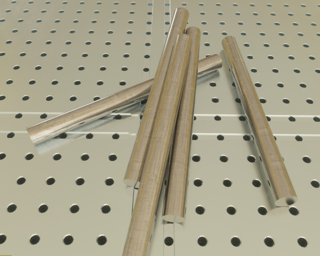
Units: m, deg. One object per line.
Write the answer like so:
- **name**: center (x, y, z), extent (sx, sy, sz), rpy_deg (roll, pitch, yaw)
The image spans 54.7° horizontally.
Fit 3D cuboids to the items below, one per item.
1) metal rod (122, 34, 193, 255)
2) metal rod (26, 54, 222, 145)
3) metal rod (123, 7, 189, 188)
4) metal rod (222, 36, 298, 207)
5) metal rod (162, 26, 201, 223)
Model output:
- **metal rod**: center (0.005, 0.001, 0.373), extent (0.025, 0.025, 0.300), rpy_deg (9, 61, 7)
- **metal rod**: center (-0.037, -0.048, 0.447), extent (0.302, 0.025, 0.025), rpy_deg (-25, 55, -20)
- **metal rod**: center (0.003, -0.061, 0.430), extent (0.025, 0.025, 0.300), rpy_deg (10, 59, 8)
- **metal rod**: center (0.129, -0.034, 0.437), extent (0.025, 0.025, 0.300), rpy_deg (-3, 50, -3)
- **metal rod**: center (0.034, -0.028, 0.410), extent (0.025, 0.025, 0.300), rpy_deg (6, 57, 4)
